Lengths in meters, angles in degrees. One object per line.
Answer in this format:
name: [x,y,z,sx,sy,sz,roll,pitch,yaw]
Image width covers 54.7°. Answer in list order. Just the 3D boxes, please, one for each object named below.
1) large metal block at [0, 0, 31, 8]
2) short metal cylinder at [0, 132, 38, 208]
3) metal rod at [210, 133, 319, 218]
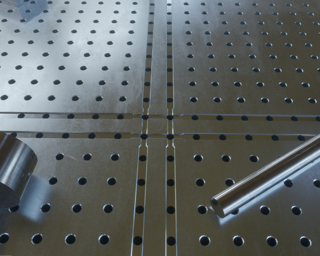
large metal block: [-0.302,-0.299,0.640,0.080,0.050,0.080,22,53,17]
short metal cylinder: [-0.182,0.045,0.333,0.080,0.080,0.050,5,50,4]
metal rod: [0.191,0.026,0.386,0.302,0.025,0.025,-25,55,-20]
